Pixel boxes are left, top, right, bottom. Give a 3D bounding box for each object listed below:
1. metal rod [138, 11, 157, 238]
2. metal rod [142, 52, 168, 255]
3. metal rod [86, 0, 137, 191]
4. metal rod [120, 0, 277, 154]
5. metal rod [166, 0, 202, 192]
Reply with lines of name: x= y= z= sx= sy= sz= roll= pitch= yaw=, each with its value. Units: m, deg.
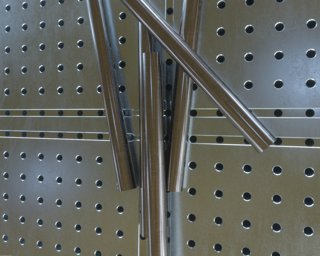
metal rod: x=-0.015 y=-0.006 z=0.417 sx=0.025 sy=0.025 sz=0.298 roll=-1 pitch=90 yaw=19
metal rod: x=-0.006 y=0.056 z=0.392 sx=0.025 sy=0.025 sz=0.298 roll=-2 pitch=90 yaw=19
metal rod: x=-0.071 y=-0.062 z=0.436 sx=0.025 sy=0.025 sz=0.298 roll=-12 pitch=86 yaw=19
metal rod: x=0.026 y=-0.092 z=0.375 sx=0.025 sy=0.025 sz=0.300 roll=-43 pitch=77 yaw=15
metal rod: x=0.032 y=-0.068 z=0.400 sx=0.025 sy=0.025 sz=0.298 roll=6 pitch=92 yaw=19
